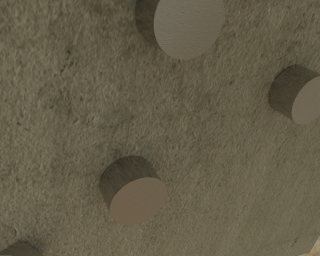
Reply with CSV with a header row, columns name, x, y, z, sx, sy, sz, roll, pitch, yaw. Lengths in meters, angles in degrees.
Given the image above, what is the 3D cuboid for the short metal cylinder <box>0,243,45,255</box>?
name,x,y,z,sx,sy,sz,roll,pitch,yaw
short metal cylinder,-0.180,0.196,0.395,0.080,0.080,0.050,-34,129,-7

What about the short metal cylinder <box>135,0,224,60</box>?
name,x,y,z,sx,sy,sz,roll,pitch,yaw
short metal cylinder,0.020,-0.119,0.329,0.081,0.050,0.079,-14,125,-21

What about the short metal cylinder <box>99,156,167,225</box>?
name,x,y,z,sx,sy,sz,roll,pitch,yaw
short metal cylinder,-0.037,0.085,0.424,0.081,0.050,0.079,-14,125,-21

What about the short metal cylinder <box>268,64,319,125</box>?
name,x,y,z,sx,sy,sz,roll,pitch,yaw
short metal cylinder,0.217,-0.052,0.480,0.081,0.050,0.079,-14,125,-21
